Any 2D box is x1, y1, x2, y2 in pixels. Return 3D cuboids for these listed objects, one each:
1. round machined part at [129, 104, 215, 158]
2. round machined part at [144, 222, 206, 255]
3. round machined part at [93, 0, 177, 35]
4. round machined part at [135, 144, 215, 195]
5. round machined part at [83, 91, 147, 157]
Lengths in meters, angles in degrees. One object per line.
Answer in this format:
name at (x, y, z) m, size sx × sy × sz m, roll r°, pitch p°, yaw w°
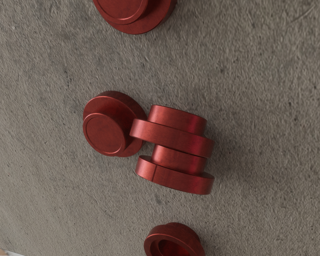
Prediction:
round machined part at (0.017, 0.002, 0.364) m, size 0.098 × 0.098 × 0.042 m, roll 15°, pitch 88°, yaw 19°
round machined part at (0.027, 0.192, 0.501) m, size 0.098 × 0.042 × 0.097 m, roll 13°, pitch 124°, yaw 21°
round machined part at (-0.034, -0.147, 0.323) m, size 0.098 × 0.042 × 0.097 m, roll 13°, pitch 124°, yaw 21°
round machined part at (0.021, 0.048, 0.390) m, size 0.098 × 0.098 × 0.042 m, roll 16°, pitch 90°, yaw 19°
round machined part at (-0.067, 0.001, 0.432) m, size 0.098 × 0.042 × 0.097 m, roll 13°, pitch 124°, yaw 21°
